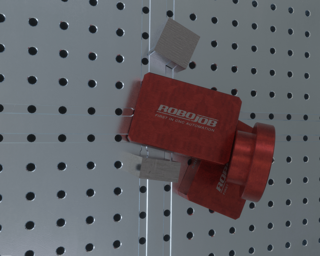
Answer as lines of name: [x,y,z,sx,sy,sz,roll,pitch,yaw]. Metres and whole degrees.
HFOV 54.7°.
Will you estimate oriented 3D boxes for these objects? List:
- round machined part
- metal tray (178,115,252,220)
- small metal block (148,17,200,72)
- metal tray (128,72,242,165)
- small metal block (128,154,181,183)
round machined part: [0.110,0.040,0.390,0.042,0.098,0.098,13,85,11]
metal tray: [0.093,0.053,0.444,0.090,0.030,0.130,27,81,-18]
small metal block: [0.019,-0.112,0.419,0.050,0.025,0.050,26,81,-18]
metal tray: [0.032,-0.011,0.402,0.131,0.030,0.090,15,81,-5]
small metal block: [-0.008,0.051,0.396,0.050,0.050,0.025,10,87,-20]
